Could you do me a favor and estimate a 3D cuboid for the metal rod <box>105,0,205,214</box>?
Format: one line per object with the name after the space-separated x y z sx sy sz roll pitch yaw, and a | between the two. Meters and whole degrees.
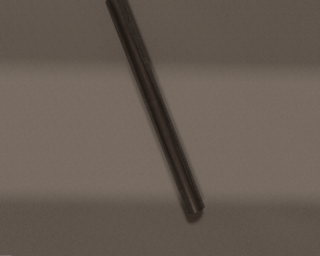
-0.006 -0.031 0.411 0.025 0.025 0.299 -21 90 0 | metal rod
